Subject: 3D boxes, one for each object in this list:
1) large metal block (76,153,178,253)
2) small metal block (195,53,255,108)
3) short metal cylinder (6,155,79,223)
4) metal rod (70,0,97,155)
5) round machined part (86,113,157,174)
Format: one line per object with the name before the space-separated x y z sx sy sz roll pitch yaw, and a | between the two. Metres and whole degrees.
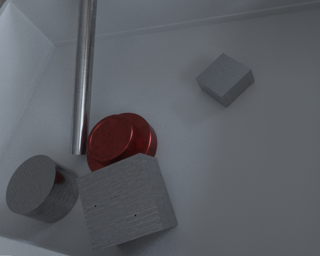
large metal block | -0.036 0.082 0.343 0.080 0.050 0.080 -23 72 14
small metal block | 0.084 -0.062 0.399 0.050 0.025 0.050 -43 51 -2
short metal cylinder | -0.157 0.083 0.419 0.080 0.050 0.080 -13 56 20
metal rod | -0.107 -0.112 0.442 0.025 0.025 0.298 5 91 30
round machined part | -0.057 0.021 0.410 0.098 0.042 0.098 -13 56 20
